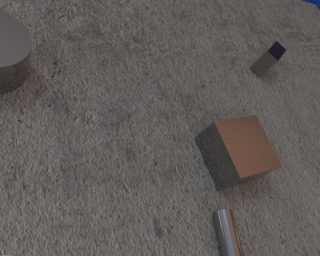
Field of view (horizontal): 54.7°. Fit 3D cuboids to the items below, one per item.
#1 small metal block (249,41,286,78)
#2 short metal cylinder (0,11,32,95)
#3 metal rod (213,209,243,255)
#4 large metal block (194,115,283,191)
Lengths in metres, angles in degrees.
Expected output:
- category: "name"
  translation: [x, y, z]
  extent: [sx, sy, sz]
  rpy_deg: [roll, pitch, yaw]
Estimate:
- category: "small metal block"
  translation: [0.201, -0.128, 0.577]
  extent: [0.025, 0.050, 0.050]
  rpy_deg: [44, 51, 1]
- category: "short metal cylinder"
  translation: [-0.186, -0.083, 0.339]
  extent: [0.081, 0.050, 0.080]
  rpy_deg: [14, 56, -21]
- category: "metal rod"
  translation: [0.096, 0.234, 0.314]
  extent: [0.025, 0.025, 0.299]
  rpy_deg: [7, 59, -25]
- category: "large metal block"
  translation: [0.107, 0.033, 0.427]
  extent: [0.081, 0.050, 0.080]
  rpy_deg: [-8, 66, -32]
